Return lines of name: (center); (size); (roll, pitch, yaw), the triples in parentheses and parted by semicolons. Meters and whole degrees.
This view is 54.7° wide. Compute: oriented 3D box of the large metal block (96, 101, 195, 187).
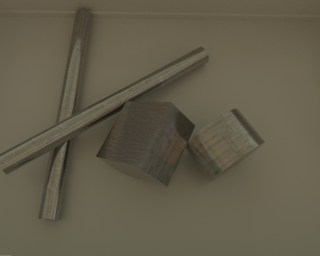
large metal block: (-0.017, 0.016, 0.369); (0.080, 0.050, 0.080); (6, 63, 47)

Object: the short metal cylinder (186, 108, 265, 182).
short metal cylinder: (0.078, 0.021, 0.374); (0.080, 0.080, 0.050); (-32, 74, -11)

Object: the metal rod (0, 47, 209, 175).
metal rod: (-0.060, -0.032, 0.402); (0.302, 0.025, 0.025); (-31, 73, -18)

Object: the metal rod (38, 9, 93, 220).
metal rod: (-0.124, -0.031, 0.419); (0.025, 0.025, 0.299); (3, 70, 1)
